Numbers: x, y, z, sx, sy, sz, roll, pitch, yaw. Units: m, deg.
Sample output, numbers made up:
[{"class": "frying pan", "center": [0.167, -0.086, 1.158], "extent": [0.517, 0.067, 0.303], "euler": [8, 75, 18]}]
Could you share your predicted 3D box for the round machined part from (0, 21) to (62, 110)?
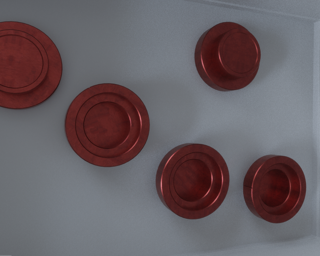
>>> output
[{"class": "round machined part", "center": [-0.160, -0.070, 0.343], "extent": [0.099, 0.042, 0.097], "euler": [0, 90, -21]}]

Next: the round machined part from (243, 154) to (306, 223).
[{"class": "round machined part", "center": [0.166, 0.088, 0.465], "extent": [0.099, 0.042, 0.097], "euler": [0, 90, -21]}]

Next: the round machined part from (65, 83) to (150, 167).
[{"class": "round machined part", "center": [-0.066, -0.004, 0.378], "extent": [0.099, 0.042, 0.097], "euler": [0, 90, -21]}]

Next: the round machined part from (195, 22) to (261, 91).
[{"class": "round machined part", "center": [0.103, -0.103, 0.441], "extent": [0.099, 0.042, 0.097], "euler": [0, 90, -21]}]

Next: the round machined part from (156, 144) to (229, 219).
[{"class": "round machined part", "center": [0.040, 0.069, 0.418], "extent": [0.099, 0.042, 0.097], "euler": [0, 90, -21]}]
